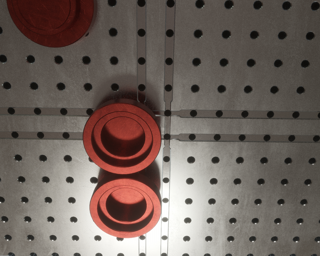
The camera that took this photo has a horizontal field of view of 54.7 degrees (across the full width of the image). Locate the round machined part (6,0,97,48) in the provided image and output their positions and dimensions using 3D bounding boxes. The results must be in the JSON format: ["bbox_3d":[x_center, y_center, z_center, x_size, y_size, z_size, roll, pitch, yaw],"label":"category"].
[{"bbox_3d":[-0.125,-0.141,0.351,0.099,0.042,0.097,0,110,-1],"label":"round machined part"}]

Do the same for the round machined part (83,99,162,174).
[{"bbox_3d":[-0.047,0.008,0.407,0.099,0.042,0.097,0,110,-1],"label":"round machined part"}]

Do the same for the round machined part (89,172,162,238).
[{"bbox_3d":[-0.047,0.104,0.442,0.099,0.042,0.097,0,110,-1],"label":"round machined part"}]
